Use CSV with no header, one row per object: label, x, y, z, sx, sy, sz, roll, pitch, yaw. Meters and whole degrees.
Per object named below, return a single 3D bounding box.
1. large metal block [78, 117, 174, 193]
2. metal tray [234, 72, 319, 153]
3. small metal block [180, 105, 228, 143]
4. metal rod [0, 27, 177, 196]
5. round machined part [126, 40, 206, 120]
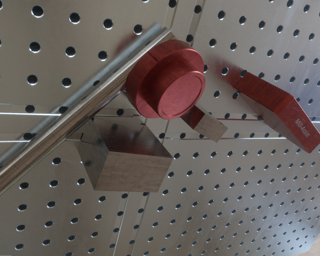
large metal block,-0.044,0.031,0.372,0.081,0.080,0.050,10,114,-33
metal tray,0.174,-0.021,0.453,0.030,0.090,0.130,-50,129,6
small metal block,0.056,-0.011,0.421,0.050,0.050,0.025,27,103,-38
metal rod,-0.101,-0.008,0.351,0.300,0.025,0.025,-41,130,-1
round machined part,0.014,-0.048,0.360,0.099,0.042,0.097,-28,147,-20
